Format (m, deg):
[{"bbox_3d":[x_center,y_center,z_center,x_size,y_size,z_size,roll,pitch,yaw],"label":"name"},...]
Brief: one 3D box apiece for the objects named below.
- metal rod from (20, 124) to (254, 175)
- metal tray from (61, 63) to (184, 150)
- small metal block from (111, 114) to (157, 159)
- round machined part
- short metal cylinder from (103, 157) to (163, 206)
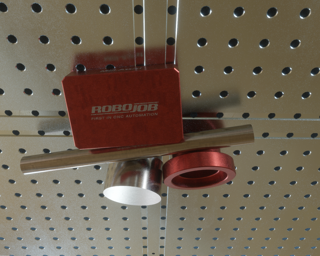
[{"bbox_3d":[-0.033,0.029,0.402,0.302,0.025,0.025,-8,130,6],"label":"metal rod"},{"bbox_3d":[-0.040,-0.025,0.368,0.131,0.030,0.089,-4,112,2],"label":"metal tray"},{"bbox_3d":[-0.036,0.013,0.433,0.050,0.025,0.050,14,129,-12],"label":"small metal block"},{"bbox_3d":[0.052,0.051,0.429,0.099,0.042,0.098,-4,152,-2],"label":"round machined part"},{"bbox_3d":[-0.036,0.074,0.442,0.080,0.050,0.080,4,149,3],"label":"short metal cylinder"}]
